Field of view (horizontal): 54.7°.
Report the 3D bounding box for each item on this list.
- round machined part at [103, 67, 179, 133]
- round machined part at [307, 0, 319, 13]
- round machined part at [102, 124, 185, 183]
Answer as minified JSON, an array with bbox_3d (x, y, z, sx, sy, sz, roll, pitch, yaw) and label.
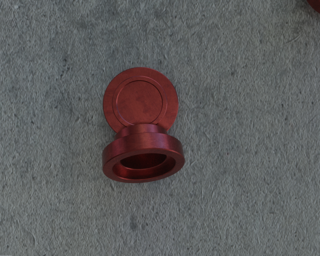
[{"bbox_3d":[-0.025,-0.031,0.401,0.099,0.042,0.097,0,90,0],"label":"round machined part"},{"bbox_3d":[0.233,-0.190,0.403,0.099,0.042,0.097,0,90,0],"label":"round machined part"},{"bbox_3d":[-0.021,0.030,0.381,0.099,0.098,0.042,-9,59,0],"label":"round machined part"}]
